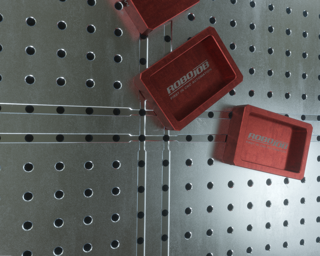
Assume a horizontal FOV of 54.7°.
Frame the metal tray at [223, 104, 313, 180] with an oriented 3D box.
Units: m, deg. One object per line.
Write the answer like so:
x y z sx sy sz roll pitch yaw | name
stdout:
0.167 0.023 0.473 0.131 0.030 0.090 14 85 -20 | metal tray

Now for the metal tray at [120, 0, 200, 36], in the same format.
-0.018 -0.200 0.404 0.090 0.030 0.130 -37 102 -17 | metal tray

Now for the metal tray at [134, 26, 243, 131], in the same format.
0.042 -0.067 0.426 0.131 0.030 0.090 -38 103 -16 | metal tray
